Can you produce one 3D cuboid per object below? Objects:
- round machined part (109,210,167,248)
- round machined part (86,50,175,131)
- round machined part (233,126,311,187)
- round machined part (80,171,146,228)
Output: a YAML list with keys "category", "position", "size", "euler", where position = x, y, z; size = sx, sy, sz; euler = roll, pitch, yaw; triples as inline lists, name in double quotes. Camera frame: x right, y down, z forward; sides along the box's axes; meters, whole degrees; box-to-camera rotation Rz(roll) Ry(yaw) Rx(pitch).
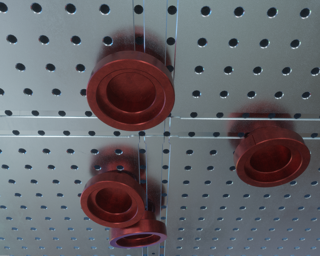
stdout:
- category: "round machined part"
  position: [-0.039, 0.174, 0.538]
  size: [0.099, 0.042, 0.098]
  euler: [-5, 146, -4]
- category: "round machined part"
  position: [-0.033, -0.046, 0.361]
  size: [0.099, 0.042, 0.097]
  euler: [-1, 130, 0]
- category: "round machined part"
  position: [0.152, 0.036, 0.434]
  size: [0.099, 0.042, 0.097]
  euler: [-1, 130, 0]
- category: "round machined part"
  position: [-0.070, 0.106, 0.483]
  size: [0.099, 0.042, 0.097]
  euler: [2, 121, 3]
